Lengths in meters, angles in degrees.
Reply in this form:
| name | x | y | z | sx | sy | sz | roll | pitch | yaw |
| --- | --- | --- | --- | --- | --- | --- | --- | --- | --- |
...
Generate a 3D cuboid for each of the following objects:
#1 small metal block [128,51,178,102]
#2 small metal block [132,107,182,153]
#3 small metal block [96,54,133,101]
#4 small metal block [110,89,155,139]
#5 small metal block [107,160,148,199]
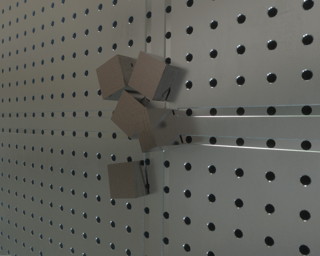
| name | x | y | z | sx | sy | sz | roll | pitch | yaw |
| --- | --- | --- | --- | --- | --- | --- | --- | --- | --- |
| small metal block | -0.010 | -0.069 | 0.416 | 0.050 | 0.025 | 0.050 | 35 | 111 | 34 |
| small metal block | -0.003 | 0.002 | 0.394 | 0.025 | 0.050 | 0.050 | -25 | 74 | 37 |
| small metal block | -0.065 | -0.074 | 0.461 | 0.050 | 0.025 | 0.050 | -24 | 75 | 37 |
| small metal block | -0.037 | -0.020 | 0.438 | 0.050 | 0.025 | 0.050 | 41 | 114 | 32 |
| small metal block | -0.047 | 0.074 | 0.446 | 0.050 | 0.025 | 0.050 | -12 | 83 | 39 |
